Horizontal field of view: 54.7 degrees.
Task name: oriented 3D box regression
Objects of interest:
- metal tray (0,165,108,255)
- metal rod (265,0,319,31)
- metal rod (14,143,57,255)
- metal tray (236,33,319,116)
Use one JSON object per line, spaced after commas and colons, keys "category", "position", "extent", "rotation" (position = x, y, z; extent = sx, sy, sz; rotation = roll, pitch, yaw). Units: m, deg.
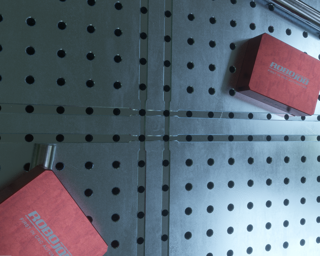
{"category": "metal tray", "position": [-0.127, 0.118, 0.339], "extent": [0.090, 0.030, 0.130], "rotation": [-41, 116, -28]}
{"category": "metal rod", "position": [0.161, -0.211, 0.473], "extent": [0.302, 0.025, 0.025], "rotation": [19, 84, -20]}
{"category": "metal rod", "position": [-0.158, 0.166, 0.354], "extent": [0.025, 0.025, 0.298], "rotation": [10, 86, -20]}
{"category": "metal tray", "position": [0.191, -0.080, 0.482], "extent": [0.131, 0.030, 0.090], "rotation": [19, 84, -20]}
